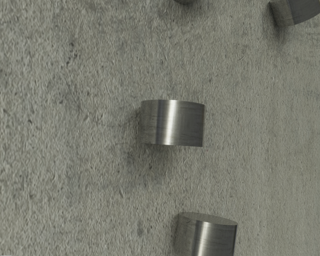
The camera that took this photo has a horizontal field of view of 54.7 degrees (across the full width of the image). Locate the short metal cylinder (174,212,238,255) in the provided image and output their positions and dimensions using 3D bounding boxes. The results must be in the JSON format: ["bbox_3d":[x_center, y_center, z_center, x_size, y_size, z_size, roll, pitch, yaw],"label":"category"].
[{"bbox_3d":[0.062,0.148,0.421,0.081,0.080,0.050,15,81,-39],"label":"short metal cylinder"}]

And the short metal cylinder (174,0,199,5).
[{"bbox_3d":[0.046,-0.218,0.426,0.081,0.050,0.080,0,90,-40],"label":"short metal cylinder"}]

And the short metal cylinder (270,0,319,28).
[{"bbox_3d":[0.254,-0.230,0.581,0.080,0.080,0.050,-41,115,-32],"label":"short metal cylinder"}]

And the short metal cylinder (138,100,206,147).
[{"bbox_3d":[0.015,-0.004,0.381,0.081,0.080,0.050,6,86,-40],"label":"short metal cylinder"}]
